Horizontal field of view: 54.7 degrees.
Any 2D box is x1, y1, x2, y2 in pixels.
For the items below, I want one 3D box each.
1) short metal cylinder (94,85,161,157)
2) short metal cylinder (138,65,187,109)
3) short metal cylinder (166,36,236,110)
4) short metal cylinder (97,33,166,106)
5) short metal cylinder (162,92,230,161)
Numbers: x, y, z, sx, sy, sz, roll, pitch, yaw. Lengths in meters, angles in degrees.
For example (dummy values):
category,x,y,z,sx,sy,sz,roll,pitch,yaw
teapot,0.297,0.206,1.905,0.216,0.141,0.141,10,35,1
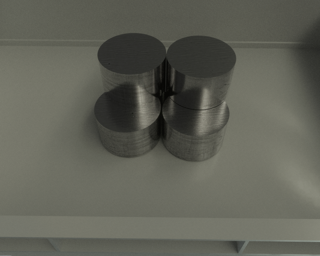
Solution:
category,x,y,z,sx,sy,sz,roll,pitch,yaw
short metal cylinder,-0.039,-0.010,0.394,0.080,0.050,0.080,0,50,0
short metal cylinder,0.006,-0.061,0.438,0.080,0.050,0.080,0,50,0
short metal cylinder,0.048,-0.068,0.378,0.080,0.050,0.080,0,50,0
short metal cylinder,-0.033,-0.073,0.383,0.080,0.050,0.080,0,50,0
short metal cylinder,0.043,-0.005,0.391,0.080,0.050,0.080,0,50,0
